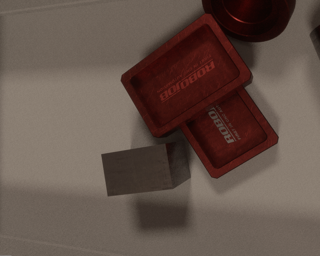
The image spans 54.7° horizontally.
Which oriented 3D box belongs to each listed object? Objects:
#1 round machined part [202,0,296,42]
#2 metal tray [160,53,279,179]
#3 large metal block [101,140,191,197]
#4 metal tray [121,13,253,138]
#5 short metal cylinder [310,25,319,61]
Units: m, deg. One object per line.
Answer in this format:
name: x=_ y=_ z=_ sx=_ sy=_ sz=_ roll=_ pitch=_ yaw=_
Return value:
round machined part: x=0.100 y=-0.145 z=0.342 sx=0.098 sy=0.098 sz=0.042 roll=23 pitch=72 yaw=18
metal tray: x=0.071 y=-0.015 z=0.382 sx=0.090 sy=0.030 sz=0.130 roll=-35 pitch=79 yaw=16
large metal block: x=-0.014 y=0.048 z=0.385 sx=0.080 sy=0.080 sz=0.050 roll=-10 pitch=87 yaw=19
metal tray: x=0.029 y=-0.058 z=0.364 sx=0.130 sy=0.030 sz=0.090 roll=-33 pitch=80 yaw=16
short metal cylinder: x=0.201 y=-0.089 z=0.311 sx=0.080 sy=0.080 sz=0.050 roll=-21 pitch=83 yaw=18
